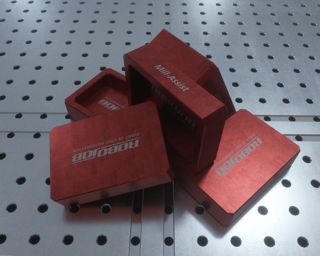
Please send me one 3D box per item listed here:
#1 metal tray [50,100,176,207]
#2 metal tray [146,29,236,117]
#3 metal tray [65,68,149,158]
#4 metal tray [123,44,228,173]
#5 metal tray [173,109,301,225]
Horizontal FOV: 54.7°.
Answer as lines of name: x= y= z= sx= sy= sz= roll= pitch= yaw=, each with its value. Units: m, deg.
metal tray: x=-0.056 y=0.028 z=0.349 sx=0.131 sy=0.030 sz=0.090 roll=-15 pitch=61 yaw=6
metal tray: x=0.043 y=-0.057 z=0.389 sx=0.030 sy=0.130 sz=0.090 roll=-47 pitch=60 yaw=1
metal tray: x=-0.051 y=-0.025 z=0.424 sx=0.130 sy=0.030 sz=0.090 roll=29 pitch=56 yaw=22
metal tray: x=0.011 y=-0.022 z=0.345 sx=0.030 sy=0.089 sz=0.130 roll=-31 pitch=57 yaw=-24
metal tray: x=0.090 y=0.040 z=0.370 sx=0.131 sy=0.030 sz=0.090 roll=-34 pitch=58 yaw=-26
